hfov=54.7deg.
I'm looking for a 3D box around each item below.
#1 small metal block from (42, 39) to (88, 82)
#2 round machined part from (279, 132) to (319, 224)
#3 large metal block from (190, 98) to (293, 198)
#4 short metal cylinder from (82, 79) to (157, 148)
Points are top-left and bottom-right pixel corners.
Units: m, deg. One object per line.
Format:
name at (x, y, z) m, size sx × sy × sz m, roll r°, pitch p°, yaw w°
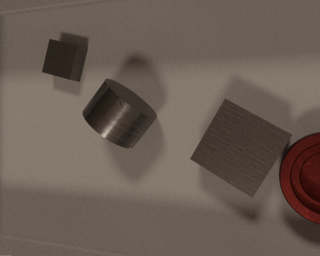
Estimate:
small metal block at (-0.141, -0.100, 0.459) m, size 0.050 × 0.025 × 0.050 m, roll 17°, pitch 96°, yaw 18°
round machined part at (0.182, 0.052, 0.337) m, size 0.098 × 0.042 × 0.097 m, roll 0°, pitch 90°, yaw 19°
large metal block at (0.095, 0.021, 0.364) m, size 0.080 × 0.050 × 0.080 m, roll 32°, pitch 100°, yaw 17°
short metal cylinder at (-0.051, -0.019, 0.398) m, size 0.080 × 0.080 × 0.050 m, roll 42°, pitch 103°, yaw 15°
